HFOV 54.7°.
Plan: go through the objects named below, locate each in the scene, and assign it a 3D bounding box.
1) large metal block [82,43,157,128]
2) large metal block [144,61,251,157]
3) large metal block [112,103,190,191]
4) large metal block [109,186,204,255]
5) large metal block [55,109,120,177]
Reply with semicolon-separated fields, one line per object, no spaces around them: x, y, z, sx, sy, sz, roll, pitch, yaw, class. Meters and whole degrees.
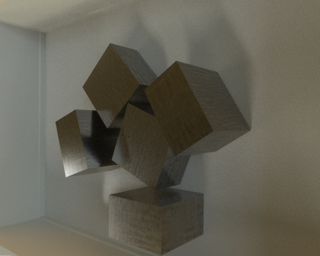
-0.052;-0.056;0.429;0.080;0.050;0.080;-49;61;28;large metal block
0.041;-0.019;0.333;0.050;0.081;0.080;-38;67;33;large metal block
-0.007;0.021;0.393;0.080;0.050;0.079;28;108;36;large metal block
-0.004;0.104;0.371;0.080;0.081;0.050;1;91;39;large metal block
-0.093;0.021;0.444;0.050;0.081;0.080;-24;75;37;large metal block
